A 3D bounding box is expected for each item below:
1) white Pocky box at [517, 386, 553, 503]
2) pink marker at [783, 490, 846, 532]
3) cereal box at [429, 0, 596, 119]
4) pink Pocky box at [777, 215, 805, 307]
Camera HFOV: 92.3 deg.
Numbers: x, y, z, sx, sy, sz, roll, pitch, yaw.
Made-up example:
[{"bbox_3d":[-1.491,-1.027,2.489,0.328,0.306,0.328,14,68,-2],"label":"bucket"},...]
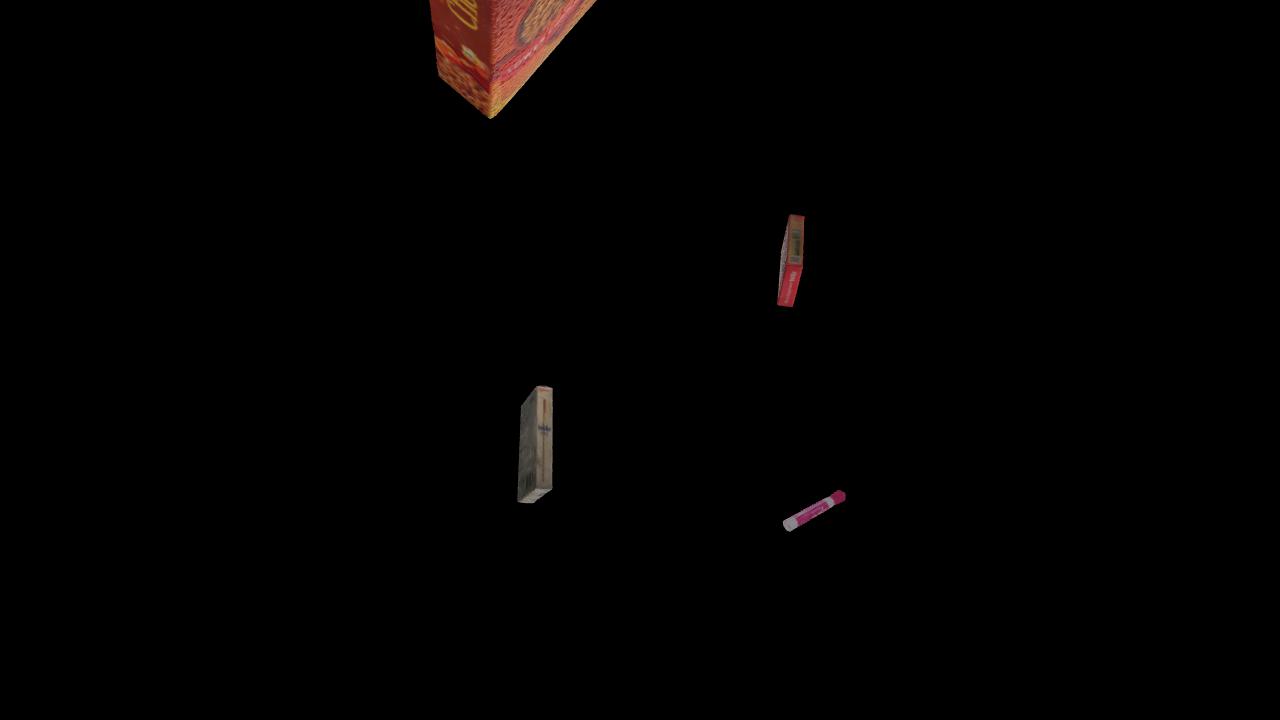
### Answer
[{"bbox_3d":[-0.153,0.123,0.896,0.028,0.154,0.084,10,-29,-25],"label":"white Pocky box"},{"bbox_3d":[0.276,0.235,0.963,0.121,0.020,0.020,-21,9,-24],"label":"pink marker"},{"bbox_3d":[-0.087,-0.355,0.513,0.081,0.203,0.306,39,-11,-11],"label":"cereal box"},{"bbox_3d":[0.255,-0.169,1.036,0.029,0.084,0.155,9,45,8],"label":"pink Pocky box"}]
